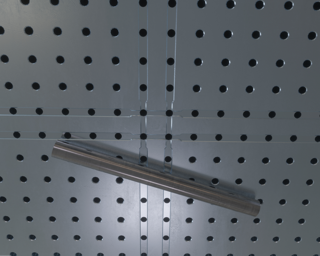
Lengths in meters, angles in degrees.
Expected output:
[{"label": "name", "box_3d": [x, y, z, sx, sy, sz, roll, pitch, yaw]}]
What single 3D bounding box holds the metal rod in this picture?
[{"label": "metal rod", "box_3d": [0.000, 0.073, 0.440, 0.302, 0.025, 0.025, 18, 109, -7]}]
